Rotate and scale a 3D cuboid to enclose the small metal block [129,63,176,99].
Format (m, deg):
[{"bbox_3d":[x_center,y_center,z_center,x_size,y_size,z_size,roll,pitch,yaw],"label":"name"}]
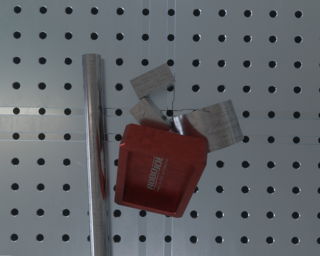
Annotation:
[{"bbox_3d":[-0.009,-0.058,0.401,0.050,0.050,0.025,-26,90,0],"label":"small metal block"}]

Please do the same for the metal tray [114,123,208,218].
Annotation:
[{"bbox_3d":[-0.004,0.056,0.367,0.091,0.129,0.030,13,48,0],"label":"metal tray"}]

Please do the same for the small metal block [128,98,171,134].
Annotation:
[{"bbox_3d":[-0.010,-0.012,0.399,0.025,0.050,0.050,-41,90,8],"label":"small metal block"}]

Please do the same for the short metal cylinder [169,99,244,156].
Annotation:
[{"bbox_3d":[0.058,0.001,0.386,0.080,0.080,0.050,-18,90,0],"label":"short metal cylinder"}]

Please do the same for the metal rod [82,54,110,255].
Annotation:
[{"bbox_3d":[-0.085,0.053,0.412,0.025,0.025,0.298,-3,90,0],"label":"metal rod"}]
